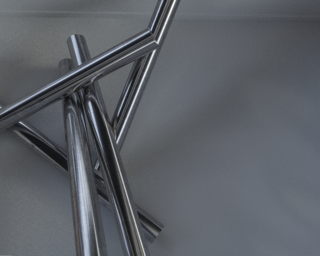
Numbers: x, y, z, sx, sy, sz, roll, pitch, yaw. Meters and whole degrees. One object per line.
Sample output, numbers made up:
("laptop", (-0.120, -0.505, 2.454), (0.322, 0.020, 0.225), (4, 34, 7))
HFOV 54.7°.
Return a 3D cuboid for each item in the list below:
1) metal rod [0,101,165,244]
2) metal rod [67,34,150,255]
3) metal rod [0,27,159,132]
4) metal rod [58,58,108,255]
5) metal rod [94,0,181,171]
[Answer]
("metal rod", (-0.123, 0.042, 0.392), (0.300, 0.025, 0.025), (35, 74, 11))
("metal rod", (-0.067, 0.010, 0.363), (0.025, 0.025, 0.299), (-17, 66, -7))
("metal rod", (-0.140, -0.037, 0.373), (0.301, 0.025, 0.025), (-26, 72, 10))
("metal rod", (-0.092, 0.015, 0.342), (0.025, 0.025, 0.300), (-16, 48, -6))
("metal rod", (-0.016, -0.085, 0.377), (0.025, 0.025, 0.298), (23, 96, 8))
